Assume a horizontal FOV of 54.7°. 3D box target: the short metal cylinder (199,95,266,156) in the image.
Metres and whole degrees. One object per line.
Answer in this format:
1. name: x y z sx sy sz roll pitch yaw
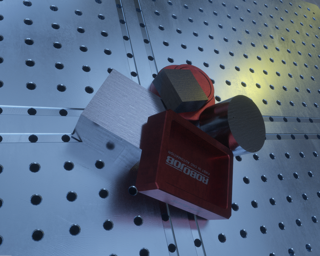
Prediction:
1. short metal cylinder: 0.102 -0.001 0.433 0.081 0.050 0.080 13 68 -36

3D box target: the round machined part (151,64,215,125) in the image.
1. round machined part: 0.039 -0.054 0.451 0.099 0.042 0.098 14 56 -21

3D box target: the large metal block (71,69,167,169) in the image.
1. large metal block: -0.046 -0.011 0.374 0.080 0.050 0.080 31 52 -8

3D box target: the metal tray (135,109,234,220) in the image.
1. metal tray: 0.036 0.047 0.359 0.130 0.030 0.090 31 55 -37

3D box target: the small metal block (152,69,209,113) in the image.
1. small metal block: 0.026 -0.047 0.391 0.050 0.025 0.050 -9 63 -44
